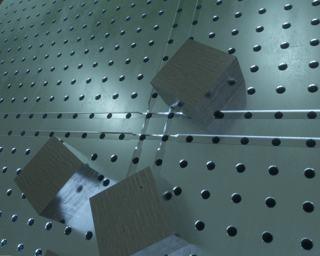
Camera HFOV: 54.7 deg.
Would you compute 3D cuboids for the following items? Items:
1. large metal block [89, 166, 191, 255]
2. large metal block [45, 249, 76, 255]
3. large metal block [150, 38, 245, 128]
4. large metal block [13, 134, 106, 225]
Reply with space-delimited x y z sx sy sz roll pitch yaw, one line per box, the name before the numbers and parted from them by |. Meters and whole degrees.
large metal block | -0.024 0.102 0.341 0.080 0.050 0.080 -29 52 9
large metal block | -0.095 0.186 0.326 0.080 0.050 0.080 10 67 32
large metal block | 0.049 -0.060 0.402 0.080 0.050 0.080 34 81 38
large metal block | -0.136 0.068 0.420 0.080 0.050 0.080 33 80 37
